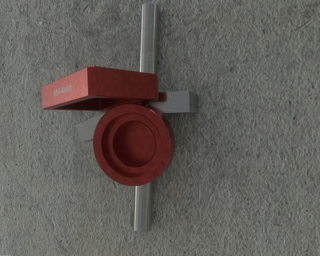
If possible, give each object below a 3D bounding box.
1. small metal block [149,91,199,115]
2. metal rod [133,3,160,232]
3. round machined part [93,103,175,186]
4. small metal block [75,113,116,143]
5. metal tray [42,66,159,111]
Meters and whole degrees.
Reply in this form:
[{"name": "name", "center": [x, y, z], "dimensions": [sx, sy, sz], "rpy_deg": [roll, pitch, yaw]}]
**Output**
[{"name": "small metal block", "center": [0.019, -0.030, 0.390], "dimensions": [0.050, 0.050, 0.025], "rpy_deg": [-2, 90, 19]}, {"name": "metal rod", "center": [-0.018, -0.013, 0.416], "dimensions": [0.025, 0.025, 0.298], "rpy_deg": [2, 91, 19]}, {"name": "round machined part", "center": [-0.028, 0.018, 0.381], "dimensions": [0.098, 0.042, 0.097], "rpy_deg": [1, 94, 17]}, {"name": "small metal block", "center": [-0.077, -0.001, 0.423], "dimensions": [0.050, 0.050, 0.025], "rpy_deg": [-20, 84, 18]}, {"name": "metal tray", "center": [-0.076, -0.043, 0.377], "dimensions": [0.130, 0.091, 0.030], "rpy_deg": [-5, 87, 49]}]
